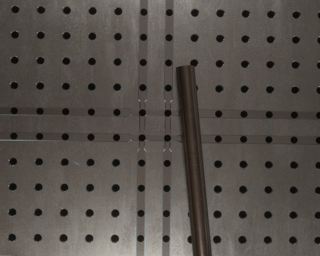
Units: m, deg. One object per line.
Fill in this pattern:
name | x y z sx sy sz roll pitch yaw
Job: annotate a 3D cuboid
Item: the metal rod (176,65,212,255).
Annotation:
metal rod | 0.047 0.067 0.414 0.025 0.025 0.298 -5 90 -1
